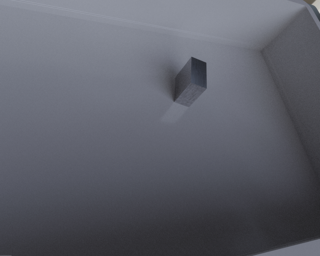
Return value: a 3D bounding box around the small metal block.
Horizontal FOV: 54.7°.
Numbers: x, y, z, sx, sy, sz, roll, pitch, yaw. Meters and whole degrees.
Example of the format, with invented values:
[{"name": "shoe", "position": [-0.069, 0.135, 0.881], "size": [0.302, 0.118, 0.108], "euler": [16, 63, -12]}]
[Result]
[{"name": "small metal block", "position": [0.045, -0.067, 0.456], "size": [0.025, 0.050, 0.050], "euler": [18, 55, -19]}]
